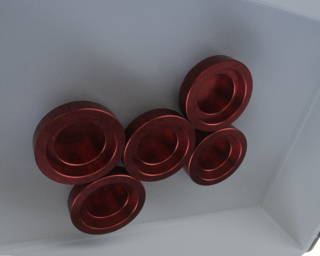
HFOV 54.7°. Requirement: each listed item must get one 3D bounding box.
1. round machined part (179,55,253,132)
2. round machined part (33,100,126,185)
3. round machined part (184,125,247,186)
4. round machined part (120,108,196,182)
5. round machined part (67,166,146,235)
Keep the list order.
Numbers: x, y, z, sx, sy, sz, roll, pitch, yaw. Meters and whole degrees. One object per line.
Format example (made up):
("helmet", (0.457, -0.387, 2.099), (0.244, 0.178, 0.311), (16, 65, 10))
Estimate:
("round machined part", (0.067, -0.047, 0.402), (0.099, 0.042, 0.097), (-14, 124, -21))
("round machined part", (-0.092, 0.013, 0.352), (0.099, 0.042, 0.097), (-14, 124, -21))
("round machined part", (0.075, 0.033, 0.456), (0.099, 0.042, 0.097), (-14, 124, -21))
("round machined part", (-0.007, 0.018, 0.401), (0.099, 0.042, 0.097), (-14, 124, -21))
("round machined part", (-0.072, 0.090, 0.410), (0.099, 0.042, 0.097), (-14, 124, -21))
